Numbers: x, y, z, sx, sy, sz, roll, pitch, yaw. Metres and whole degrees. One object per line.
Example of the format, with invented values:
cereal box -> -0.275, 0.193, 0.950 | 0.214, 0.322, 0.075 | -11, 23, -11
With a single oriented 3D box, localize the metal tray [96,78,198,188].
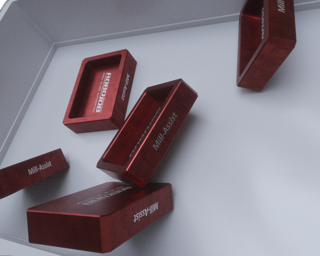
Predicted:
metal tray -> -0.017, 0.004, 0.380 | 0.090, 0.030, 0.130 | -2, 53, 59

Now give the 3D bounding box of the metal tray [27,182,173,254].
metal tray -> -0.053, 0.083, 0.317 | 0.090, 0.131, 0.030 | -4, 91, 26

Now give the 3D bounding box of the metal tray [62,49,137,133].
metal tray -> -0.092, -0.058, 0.486 | 0.090, 0.030, 0.130 | -6, 59, 25

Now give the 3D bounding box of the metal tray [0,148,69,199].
metal tray -> -0.193, 0.067, 0.405 | 0.090, 0.130, 0.030 | -23, 92, 14

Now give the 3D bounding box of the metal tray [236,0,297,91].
metal tray -> 0.124, -0.122, 0.372 | 0.030, 0.090, 0.130 | 11, 63, -3
